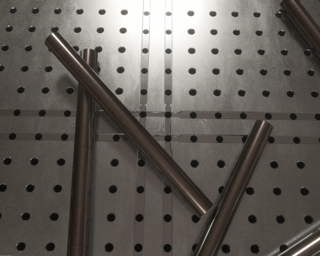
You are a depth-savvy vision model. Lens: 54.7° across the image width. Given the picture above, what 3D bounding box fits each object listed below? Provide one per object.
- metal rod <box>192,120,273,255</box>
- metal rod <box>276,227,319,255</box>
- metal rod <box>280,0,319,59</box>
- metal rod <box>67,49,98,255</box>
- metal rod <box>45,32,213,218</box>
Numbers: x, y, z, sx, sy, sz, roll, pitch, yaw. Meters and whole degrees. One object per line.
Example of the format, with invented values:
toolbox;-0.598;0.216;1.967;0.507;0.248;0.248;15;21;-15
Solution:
metal rod;0.068;0.120;0.368;0.025;0.025;0.300;27;72;9
metal rod;0.183;0.137;0.364;0.302;0.025;0.025;-28;73;-10
metal rod;0.265;-0.073;0.441;0.025;0.025;0.299;-24;72;-9
metal rod;-0.098;0.032;0.398;0.025;0.025;0.299;-2;70;-1
metal rod;-0.044;-0.009;0.396;0.025;0.025;0.300;-40;82;-13
